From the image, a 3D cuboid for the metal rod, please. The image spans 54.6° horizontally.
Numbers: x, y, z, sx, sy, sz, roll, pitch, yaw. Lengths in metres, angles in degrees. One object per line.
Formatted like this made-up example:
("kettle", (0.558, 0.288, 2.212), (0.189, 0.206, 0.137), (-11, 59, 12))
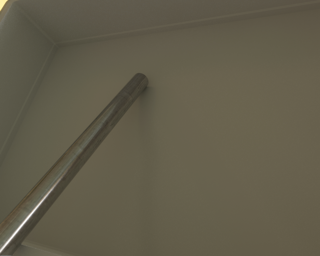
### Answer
("metal rod", (-0.083, 0.016, 0.360), (0.025, 0.025, 0.301), (-2, 35, 27))
